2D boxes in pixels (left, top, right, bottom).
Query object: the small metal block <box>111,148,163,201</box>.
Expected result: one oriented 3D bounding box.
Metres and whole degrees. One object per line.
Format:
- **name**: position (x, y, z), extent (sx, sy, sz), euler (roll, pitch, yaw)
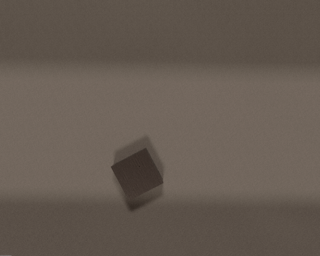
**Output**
- **small metal block**: position (-0.030, 0.060, 0.411), extent (0.050, 0.025, 0.050), euler (-28, 90, -1)
